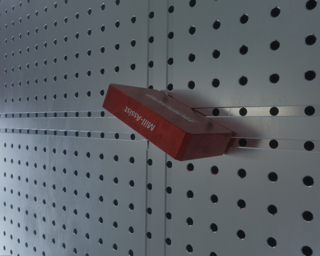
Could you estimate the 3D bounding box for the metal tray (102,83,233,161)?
[{"bbox_3d":[0.007,-0.010,0.361,0.130,0.091,0.030,34,111,35],"label":"metal tray"}]
